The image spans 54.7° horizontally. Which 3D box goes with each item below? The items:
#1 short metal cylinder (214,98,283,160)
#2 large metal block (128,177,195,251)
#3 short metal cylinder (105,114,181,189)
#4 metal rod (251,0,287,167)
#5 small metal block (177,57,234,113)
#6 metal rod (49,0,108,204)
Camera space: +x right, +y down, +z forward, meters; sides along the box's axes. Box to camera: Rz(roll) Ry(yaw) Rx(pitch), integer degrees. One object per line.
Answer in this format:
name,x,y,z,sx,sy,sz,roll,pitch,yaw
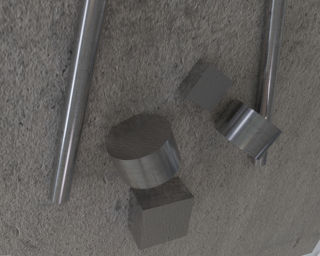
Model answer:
short metal cylinder,0.124,0.001,0.440,0.080,0.080,0.050,28,103,-38
large metal block,-0.001,0.128,0.470,0.081,0.050,0.079,-8,122,-24
short metal cylinder,-0.019,0.027,0.378,0.080,0.080,0.050,-28,128,-11
metal rod,0.157,-0.064,0.452,0.025,0.025,0.298,-19,126,-18
small metal block,0.060,-0.055,0.405,0.050,0.025,0.050,28,103,-38
metal rod,-0.087,-0.043,0.332,0.025,0.025,0.298,3,117,-30
